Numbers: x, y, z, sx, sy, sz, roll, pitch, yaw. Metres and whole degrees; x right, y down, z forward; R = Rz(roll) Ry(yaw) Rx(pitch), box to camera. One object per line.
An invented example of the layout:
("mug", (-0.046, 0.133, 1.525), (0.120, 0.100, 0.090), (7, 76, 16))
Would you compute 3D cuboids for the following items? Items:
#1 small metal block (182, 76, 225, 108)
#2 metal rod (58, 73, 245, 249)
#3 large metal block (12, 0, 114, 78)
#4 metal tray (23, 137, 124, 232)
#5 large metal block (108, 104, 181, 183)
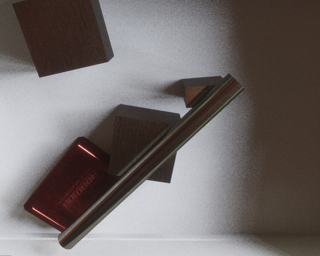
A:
("small metal block", (0.055, -0.045, 0.382), (0.050, 0.050, 0.025), (-5, 110, 1))
("metal rod", (-0.020, 0.049, 0.375), (0.025, 0.025, 0.299), (42, 104, -14))
("large metal block", (-0.106, -0.110, 0.356), (0.080, 0.050, 0.079), (-12, 110, 4))
("metal tray", (-0.116, 0.087, 0.438), (0.090, 0.030, 0.130), (38, 105, -13))
("large metal block", (-0.020, 0.020, 0.405), (0.081, 0.050, 0.079), (9, 110, -4))
